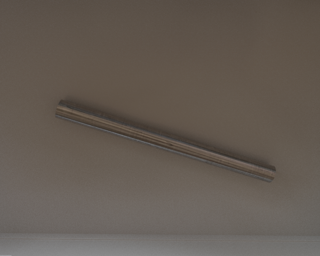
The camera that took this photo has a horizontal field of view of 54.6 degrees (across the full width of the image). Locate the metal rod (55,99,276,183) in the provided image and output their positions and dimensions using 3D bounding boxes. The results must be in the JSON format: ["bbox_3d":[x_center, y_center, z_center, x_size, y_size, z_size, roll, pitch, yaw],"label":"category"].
[{"bbox_3d":[0.013,0.020,0.417,0.302,0.025,0.025,17,109,-7],"label":"metal rod"}]
